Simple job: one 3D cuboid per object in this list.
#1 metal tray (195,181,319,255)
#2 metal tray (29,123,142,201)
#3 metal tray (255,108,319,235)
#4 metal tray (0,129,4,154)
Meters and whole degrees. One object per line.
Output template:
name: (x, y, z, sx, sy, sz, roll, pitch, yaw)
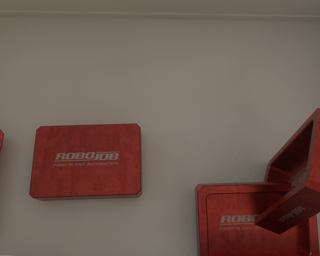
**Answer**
metal tray: (0.108, 0.109, 0.356, 0.131, 0.030, 0.089, -2, 83, 0)
metal tray: (-0.089, 0.043, 0.390, 0.131, 0.030, 0.090, -2, 70, -1)
metal tray: (0.146, 0.051, 0.328, 0.030, 0.129, 0.090, 22, 58, 7)
metal tray: (-0.244, 0.059, 0.359, 0.091, 0.030, 0.130, 13, 67, -30)
